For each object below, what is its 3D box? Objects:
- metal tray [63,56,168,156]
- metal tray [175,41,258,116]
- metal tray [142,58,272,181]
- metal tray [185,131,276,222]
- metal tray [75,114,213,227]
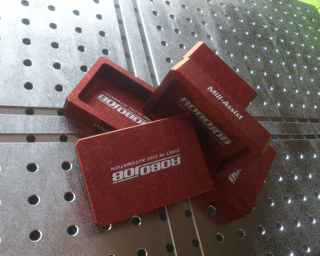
[{"bbox_3d":[-0.043,-0.025,0.398,0.130,0.030,0.090,31,51,-8],"label":"metal tray"},{"bbox_3d":[0.061,-0.049,0.406,0.090,0.130,0.030,43,79,1],"label":"metal tray"},{"bbox_3d":[0.049,-0.006,0.359,0.130,0.090,0.030,44,51,1],"label":"metal tray"},{"bbox_3d":[0.101,0.050,0.429,0.090,0.030,0.131,42,51,0],"label":"metal tray"},{"bbox_3d":[-0.017,0.043,0.340,0.131,0.030,0.090,-14,79,-19],"label":"metal tray"}]
